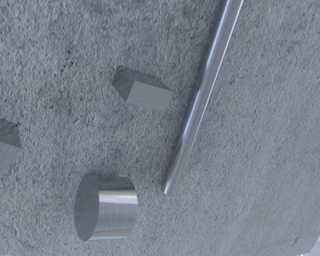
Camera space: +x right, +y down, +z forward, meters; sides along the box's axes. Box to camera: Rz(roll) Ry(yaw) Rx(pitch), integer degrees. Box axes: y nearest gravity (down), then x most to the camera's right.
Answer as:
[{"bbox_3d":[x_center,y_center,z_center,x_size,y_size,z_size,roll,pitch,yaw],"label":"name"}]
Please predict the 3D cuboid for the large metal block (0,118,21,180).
[{"bbox_3d":[-0.196,0.024,0.299,0.080,0.050,0.080,29,102,-38],"label":"large metal block"}]

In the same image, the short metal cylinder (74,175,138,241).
[{"bbox_3d":[-0.071,0.101,0.396,0.050,0.080,0.079,10,113,-33],"label":"short metal cylinder"}]

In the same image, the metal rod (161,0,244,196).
[{"bbox_3d":[0.052,-0.035,0.415,0.025,0.025,0.298,2,118,-30],"label":"metal rod"}]

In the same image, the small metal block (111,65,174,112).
[{"bbox_3d":[-0.021,-0.045,0.353,0.050,0.050,0.025,11,113,-34],"label":"small metal block"}]
